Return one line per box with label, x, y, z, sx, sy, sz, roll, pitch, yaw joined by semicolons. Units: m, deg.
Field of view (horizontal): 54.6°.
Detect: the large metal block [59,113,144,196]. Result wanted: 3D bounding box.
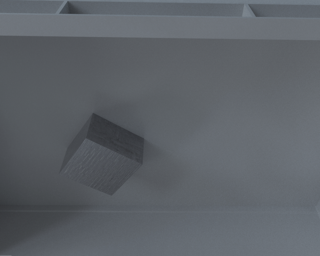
large metal block;-0.078;0.038;0.424;0.080;0.050;0.080;28;125;-22
